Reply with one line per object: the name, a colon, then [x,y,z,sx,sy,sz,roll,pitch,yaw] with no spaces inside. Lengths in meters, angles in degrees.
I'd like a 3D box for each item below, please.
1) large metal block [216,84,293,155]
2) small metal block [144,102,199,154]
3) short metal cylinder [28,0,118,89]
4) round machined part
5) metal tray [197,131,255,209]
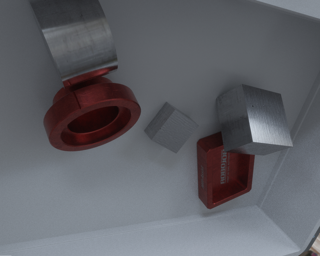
large metal block: [0.131,-0.008,0.434,0.081,0.080,0.050,7,157,-32]
small metal block: [0.016,0.000,0.419,0.050,0.025,0.050,31,101,-38]
short metal cylinder: [-0.078,-0.081,0.281,0.050,0.080,0.080,-23,127,-15]
round machined part: [-0.074,-0.018,0.329,0.099,0.042,0.098,-23,158,-9]
metal tray: [0.108,0.065,0.506,0.091,0.030,0.129,-19,126,-18]
